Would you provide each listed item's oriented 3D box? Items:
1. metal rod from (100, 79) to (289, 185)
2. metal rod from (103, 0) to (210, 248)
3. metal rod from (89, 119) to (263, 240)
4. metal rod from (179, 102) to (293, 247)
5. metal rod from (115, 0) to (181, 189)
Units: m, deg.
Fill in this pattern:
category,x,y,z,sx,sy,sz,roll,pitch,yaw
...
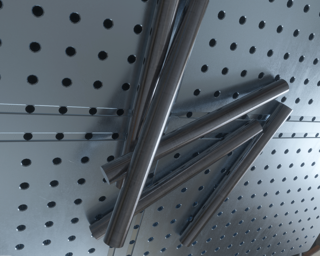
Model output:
category,x,y,z,sx,sy,sz,roll,pitch,yaw
metal rod,0.062,-0.004,0.424,0.302,0.025,0.025,-25,128,-21
metal rod,-0.006,-0.005,0.357,0.025,0.025,0.298,17,94,-35
metal rod,0.029,0.075,0.475,0.301,0.025,0.025,-32,129,-8
metal rod,0.126,0.086,0.535,0.025,0.025,0.299,24,105,-37
metal rod,-0.014,-0.051,0.372,0.025,0.025,0.298,1,118,-29
